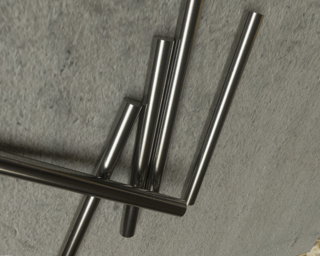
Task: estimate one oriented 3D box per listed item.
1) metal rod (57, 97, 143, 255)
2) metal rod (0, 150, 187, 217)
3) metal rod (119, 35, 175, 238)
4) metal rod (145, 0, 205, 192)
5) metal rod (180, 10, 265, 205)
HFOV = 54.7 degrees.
[{"bbox_3d":[-0.093,0.097,0.416,0.025,0.025,0.298,13,112,-34],"label":"metal rod"},{"bbox_3d":[-0.094,0.065,0.368,0.302,0.025,0.025,21,107,-28],"label":"metal rod"},{"bbox_3d":[-0.023,0.030,0.413,0.025,0.025,0.298,-3,120,-27],"label":"metal rod"},{"bbox_3d":[0.013,-0.029,0.397,0.025,0.025,0.298,-3,120,-27],"label":"metal rod"},{"bbox_3d":[0.081,-0.012,0.445,0.025,0.025,0.298,1,118,-29],"label":"metal rod"}]
